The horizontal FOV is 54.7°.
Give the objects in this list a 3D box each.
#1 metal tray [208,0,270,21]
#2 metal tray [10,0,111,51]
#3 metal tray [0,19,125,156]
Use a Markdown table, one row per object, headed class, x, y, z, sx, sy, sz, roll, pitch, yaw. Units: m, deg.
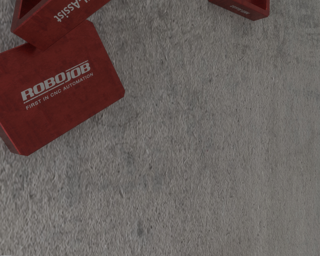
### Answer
| class | x | y | z | sx | sy | sz | roll | pitch | yaw |
| --- | --- | --- | --- | --- | --- | --- | --- | --- | --- |
| metal tray | 0.133 | -0.240 | 0.511 | 0.131 | 0.030 | 0.089 | 2 | 89 | -40 |
| metal tray | -0.068 | -0.133 | 0.259 | 0.030 | 0.130 | 0.090 | 32 | 42 | -47 |
| metal tray | -0.107 | -0.043 | 0.311 | 0.131 | 0.030 | 0.090 | -37 | 113 | -34 |
